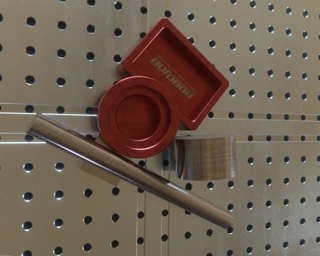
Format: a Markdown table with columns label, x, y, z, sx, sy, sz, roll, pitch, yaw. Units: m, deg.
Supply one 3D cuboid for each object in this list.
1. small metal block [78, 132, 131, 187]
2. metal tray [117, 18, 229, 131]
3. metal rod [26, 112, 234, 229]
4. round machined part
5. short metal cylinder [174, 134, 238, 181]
| label | x | y | z | sx | sy | sz | roll | pitch | yaw |
| --- | --- | --- | --- | --- | --- | --- | --- | --- | --- |
| small metal block | -0.067 | 0.038 | 0.389 | 0.050 | 0.025 | 0.050 | 30 | 80 | -18 |
| metal tray | 0.020 | -0.069 | 0.418 | 0.130 | 0.030 | 0.090 | 42 | 76 | -15 |
| metal rod | -0.017 | 0.065 | 0.386 | 0.301 | 0.025 | 0.025 | 32 | 80 | -26 |
| round machined part | -0.029 | -0.013 | 0.385 | 0.099 | 0.042 | 0.097 | 0 | 90 | -18 |
| short metal cylinder | 0.059 | 0.036 | 0.405 | 0.081 | 0.080 | 0.050 | -4 | 92 | -20 |
